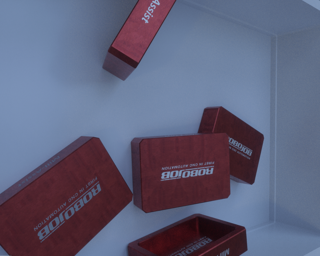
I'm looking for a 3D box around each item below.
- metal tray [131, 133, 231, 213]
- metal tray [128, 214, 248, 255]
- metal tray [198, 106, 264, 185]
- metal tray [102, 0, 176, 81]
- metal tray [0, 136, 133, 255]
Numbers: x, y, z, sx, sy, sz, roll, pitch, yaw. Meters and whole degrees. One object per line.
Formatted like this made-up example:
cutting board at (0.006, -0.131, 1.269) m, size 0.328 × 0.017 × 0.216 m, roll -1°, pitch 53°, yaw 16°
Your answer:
metal tray at (0.030, 0.054, 0.408) m, size 0.131 × 0.030 × 0.089 m, roll -3°, pitch 92°, yaw -25°
metal tray at (0.037, 0.152, 0.395) m, size 0.131 × 0.090 × 0.030 m, roll -10°, pitch 97°, yaw -40°
metal tray at (0.113, 0.031, 0.498) m, size 0.131 × 0.030 × 0.090 m, roll 27°, pitch 73°, yaw -37°
metal tray at (-0.014, -0.119, 0.332) m, size 0.030 × 0.090 × 0.130 m, roll 31°, pitch 83°, yaw -12°
metal tray at (-0.099, 0.079, 0.320) m, size 0.131 × 0.030 × 0.090 m, roll -40°, pitch 115°, yaw -32°
